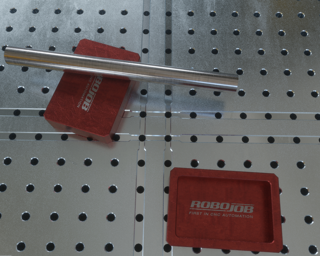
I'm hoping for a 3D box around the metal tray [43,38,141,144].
[{"bbox_3d":[-0.089,-0.053,0.427,0.090,0.030,0.130,17,71,5],"label":"metal tray"}]

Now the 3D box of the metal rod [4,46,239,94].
[{"bbox_3d":[-0.051,-0.077,0.406,0.302,0.025,0.025,8,70,2],"label":"metal rod"}]

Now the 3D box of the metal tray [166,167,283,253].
[{"bbox_3d":[0.075,0.098,0.374,0.131,0.030,0.090,4,70,1],"label":"metal tray"}]
